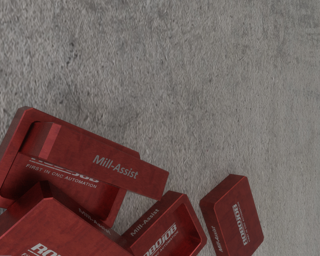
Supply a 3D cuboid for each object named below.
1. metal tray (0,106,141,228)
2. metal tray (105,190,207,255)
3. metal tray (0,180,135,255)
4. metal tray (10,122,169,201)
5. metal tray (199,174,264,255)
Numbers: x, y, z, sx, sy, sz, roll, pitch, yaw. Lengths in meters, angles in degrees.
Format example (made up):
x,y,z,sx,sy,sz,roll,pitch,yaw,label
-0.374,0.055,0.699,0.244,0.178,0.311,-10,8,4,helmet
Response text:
x,y,z,sx,sy,sz,roll,pitch,yaw,label
-0.092,0.044,0.311,0.131,0.030,0.090,27,80,-35,metal tray
-0.001,0.155,0.400,0.131,0.030,0.090,-38,113,-33,metal tray
-0.095,0.120,0.292,0.090,0.030,0.130,-43,125,-6,metal tray
-0.067,0.034,0.305,0.131,0.090,0.030,29,73,-36,metal tray
0.119,0.152,0.501,0.091,0.030,0.129,-31,109,-36,metal tray
